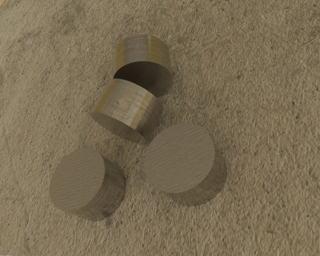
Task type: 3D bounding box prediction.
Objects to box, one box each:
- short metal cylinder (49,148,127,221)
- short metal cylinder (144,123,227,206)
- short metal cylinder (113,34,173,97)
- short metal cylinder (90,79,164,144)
[{"bbox_3d":[-0.090,0.072,0.391,0.080,0.050,0.080,-13,56,21],"label":"short metal cylinder"},{"bbox_3d":[0.029,0.042,0.347,0.080,0.050,0.080,-13,56,21],"label":"short metal cylinder"},{"bbox_3d":[-0.025,-0.082,0.432,0.080,0.080,0.050,-17,55,18],"label":"short metal cylinder"},{"bbox_3d":[-0.042,-0.020,0.403,0.080,0.080,0.050,15,70,34],"label":"short metal cylinder"}]
